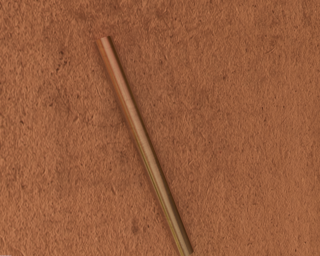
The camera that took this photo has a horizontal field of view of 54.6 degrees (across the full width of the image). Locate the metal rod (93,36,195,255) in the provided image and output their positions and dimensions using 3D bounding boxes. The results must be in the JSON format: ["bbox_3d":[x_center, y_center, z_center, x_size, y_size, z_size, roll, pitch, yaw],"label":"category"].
[{"bbox_3d":[-0.018,0.030,0.402,0.025,0.025,0.299,-23,98,-18],"label":"metal rod"}]
